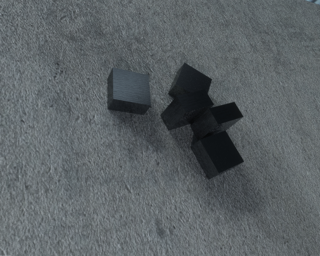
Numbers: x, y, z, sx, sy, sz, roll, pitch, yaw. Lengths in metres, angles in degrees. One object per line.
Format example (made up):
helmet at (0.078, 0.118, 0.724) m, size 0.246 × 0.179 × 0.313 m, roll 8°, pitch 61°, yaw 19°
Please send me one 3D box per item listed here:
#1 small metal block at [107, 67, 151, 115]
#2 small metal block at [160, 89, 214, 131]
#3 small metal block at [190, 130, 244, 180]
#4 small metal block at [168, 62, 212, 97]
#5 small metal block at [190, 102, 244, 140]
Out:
small metal block at (-0.042, -0.048, 0.410) m, size 0.050 × 0.025 × 0.050 m, roll 8°, pitch 58°, yaw -24°
small metal block at (0.036, -0.024, 0.422) m, size 0.050 × 0.050 × 0.025 m, roll -17°, pitch 71°, yaw -35°
small metal block at (0.078, 0.036, 0.423) m, size 0.050 × 0.025 × 0.050 m, roll -17°, pitch 71°, yaw -35°
small metal block at (0.046, -0.063, 0.467) m, size 0.050 × 0.025 × 0.050 m, roll 29°, pitch 52°, yaw -10°
small metal block at (0.079, -0.009, 0.436) m, size 0.050 × 0.050 × 0.025 m, roll -15°, pitch 70°, yaw -34°
